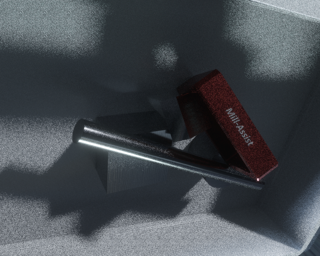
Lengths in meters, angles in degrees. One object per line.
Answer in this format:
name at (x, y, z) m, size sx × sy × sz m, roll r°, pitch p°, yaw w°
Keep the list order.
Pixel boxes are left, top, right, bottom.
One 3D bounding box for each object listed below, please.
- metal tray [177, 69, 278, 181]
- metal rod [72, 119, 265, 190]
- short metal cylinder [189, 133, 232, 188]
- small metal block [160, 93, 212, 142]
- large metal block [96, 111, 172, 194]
metal tray at (0.077, -0.005, 0.374) m, size 0.030 × 0.090 × 0.130 m, roll -36°, pitch 100°, yaw -6°
metal rod at (0.036, 0.043, 0.389) m, size 0.302 × 0.025 × 0.025 m, roll 19°, pitch 108°, yaw -36°
short metal cylinder at (0.090, 0.043, 0.469) m, size 0.081 × 0.050 × 0.079 m, roll -14°, pitch 125°, yaw -21°
small metal block at (0.032, -0.015, 0.373) m, size 0.050 × 0.025 × 0.050 m, roll -23°, pitch 96°, yaw -48°
large metal block at (-0.034, 0.028, 0.391) m, size 0.081 × 0.050 × 0.079 m, roll -8°, pitch 122°, yaw -25°
